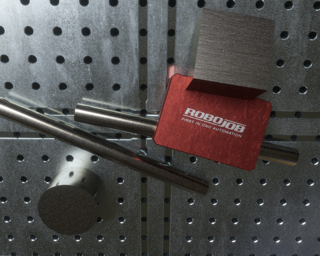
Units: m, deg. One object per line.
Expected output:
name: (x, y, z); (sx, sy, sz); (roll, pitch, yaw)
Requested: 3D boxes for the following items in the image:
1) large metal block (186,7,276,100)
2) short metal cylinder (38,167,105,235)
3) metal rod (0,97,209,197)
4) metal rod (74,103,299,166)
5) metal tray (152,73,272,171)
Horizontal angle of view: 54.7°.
large metal block: (0.078, -0.082, 0.354); (0.081, 0.050, 0.080); (9, 83, -4)
short metal cylinder: (-0.122, 0.102, 0.436); (0.081, 0.050, 0.079); (0, 110, 0)
metal rod: (-0.073, 0.029, 0.423); (0.302, 0.025, 0.025); (23, 108, -9)
metal rod: (0.039, 0.010, 0.417); (0.302, 0.025, 0.025); (12, 110, -5)
metal tray: (0.064, -0.006, 0.391); (0.131, 0.030, 0.090); (16, 88, -5)
